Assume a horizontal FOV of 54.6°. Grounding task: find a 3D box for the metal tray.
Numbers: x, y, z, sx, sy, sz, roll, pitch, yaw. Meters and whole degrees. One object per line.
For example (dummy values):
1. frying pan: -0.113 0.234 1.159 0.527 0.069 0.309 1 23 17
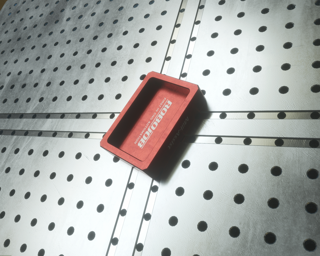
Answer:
1. metal tray: -0.010 -0.009 0.416 0.090 0.030 0.130 24 75 36
